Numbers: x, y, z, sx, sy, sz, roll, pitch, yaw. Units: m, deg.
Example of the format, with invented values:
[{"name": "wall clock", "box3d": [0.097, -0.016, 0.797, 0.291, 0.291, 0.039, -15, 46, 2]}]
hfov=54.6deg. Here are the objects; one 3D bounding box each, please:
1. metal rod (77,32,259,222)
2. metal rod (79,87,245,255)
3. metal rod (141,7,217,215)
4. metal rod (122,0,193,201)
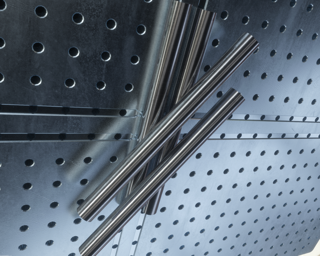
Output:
[{"name": "metal rod", "box3d": [0.007, 0.002, 0.384, 0.300, 0.025, 0.025, -46, 129, 4]}, {"name": "metal rod", "box3d": [0.000, 0.064, 0.417, 0.300, 0.025, 0.025, -47, 129, 4]}, {"name": "metal rod", "box3d": [0.018, -0.005, 0.418, 0.025, 0.025, 0.298, 1, 118, -29]}, {"name": "metal rod", "box3d": [-0.012, -0.007, 0.400, 0.025, 0.025, 0.298, 1, 118, -29]}]
